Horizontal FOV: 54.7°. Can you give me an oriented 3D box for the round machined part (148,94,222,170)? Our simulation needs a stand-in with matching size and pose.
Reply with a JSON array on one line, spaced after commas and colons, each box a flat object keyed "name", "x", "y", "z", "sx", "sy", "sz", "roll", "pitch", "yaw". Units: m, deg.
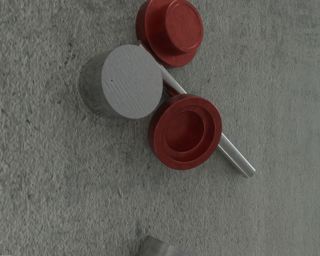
[{"name": "round machined part", "x": 0.029, "y": 0.002, "z": 0.406, "sx": 0.099, "sy": 0.042, "sz": 0.097, "roll": -9, "pitch": 111, "yaw": -23}]

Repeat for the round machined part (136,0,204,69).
[{"name": "round machined part", "x": 0.020, "y": -0.130, "z": 0.412, "sx": 0.099, "sy": 0.042, "sz": 0.097, "roll": 0, "pitch": 90, "yaw": -40}]

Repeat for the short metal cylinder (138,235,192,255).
[{"name": "short metal cylinder", "x": 0.009, "y": 0.173, "z": 0.379, "sx": 0.080, "sy": 0.080, "sz": 0.050, "roll": 42, "pitch": 65, "yaw": -33}]

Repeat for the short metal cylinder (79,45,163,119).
[{"name": "short metal cylinder", "x": -0.044, "y": -0.050, "z": 0.353, "sx": 0.081, "sy": 0.050, "sz": 0.079, "roll": 0, "pitch": 90, "yaw": -40}]

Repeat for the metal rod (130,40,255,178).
[{"name": "metal rod", "x": 0.060, "y": -0.011, "z": 0.457, "sx": 0.300, "sy": 0.025, "sz": 0.025, "roll": 43, "pitch": 64, "yaw": -32}]
